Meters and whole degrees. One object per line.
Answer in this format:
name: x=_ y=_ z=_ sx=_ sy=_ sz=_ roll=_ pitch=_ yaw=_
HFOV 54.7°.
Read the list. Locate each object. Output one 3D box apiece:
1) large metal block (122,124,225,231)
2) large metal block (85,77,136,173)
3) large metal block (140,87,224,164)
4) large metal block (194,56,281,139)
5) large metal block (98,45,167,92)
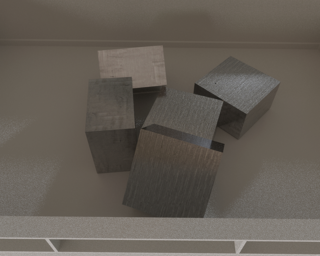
large metal block: x=0.016 y=0.047 z=0.320 sx=0.080 sy=0.079 sz=0.050 roll=16 pitch=10 yaw=11
large metal block: x=-0.055 y=-0.003 z=0.370 sx=0.050 sy=0.080 sz=0.080 roll=-4 pitch=50 yaw=-4
large metal block: x=0.028 y=0.001 z=0.388 sx=0.080 sy=0.050 sz=0.080 roll=15 pitch=52 yaw=12
large metal block: x=0.102 y=-0.044 z=0.425 sx=0.080 sy=0.050 sz=0.080 roll=36 pitch=58 yaw=26
large metal block: x=-0.037 y=-0.075 z=0.423 sx=0.081 sy=0.080 sz=0.050 roll=-6 pitch=92 yaw=-5
